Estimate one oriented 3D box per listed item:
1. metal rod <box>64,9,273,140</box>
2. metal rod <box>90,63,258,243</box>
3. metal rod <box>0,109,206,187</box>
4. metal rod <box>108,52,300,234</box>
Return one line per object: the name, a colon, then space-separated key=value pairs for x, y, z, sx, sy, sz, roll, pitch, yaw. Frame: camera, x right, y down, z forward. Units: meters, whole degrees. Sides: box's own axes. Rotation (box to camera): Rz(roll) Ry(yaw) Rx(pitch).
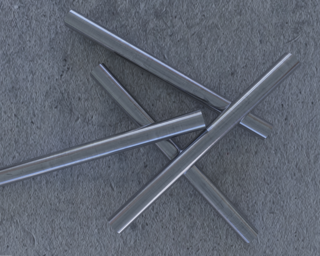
metal rod: x=0.012 y=-0.070 z=0.409 sx=0.301 sy=0.025 sz=0.025 roll=30 pitch=90 yaw=0
metal rod: x=0.019 y=0.033 z=0.409 sx=0.025 sy=0.025 sz=0.300 roll=-43 pitch=90 yaw=0
metal rod: x=-0.091 y=0.031 z=0.392 sx=0.301 sy=0.025 sz=0.025 roll=-16 pitch=90 yaw=6
metal rod: x=0.054 y=0.018 z=0.384 sx=0.300 sy=0.025 sz=0.025 roll=-43 pitch=90 yaw=0
